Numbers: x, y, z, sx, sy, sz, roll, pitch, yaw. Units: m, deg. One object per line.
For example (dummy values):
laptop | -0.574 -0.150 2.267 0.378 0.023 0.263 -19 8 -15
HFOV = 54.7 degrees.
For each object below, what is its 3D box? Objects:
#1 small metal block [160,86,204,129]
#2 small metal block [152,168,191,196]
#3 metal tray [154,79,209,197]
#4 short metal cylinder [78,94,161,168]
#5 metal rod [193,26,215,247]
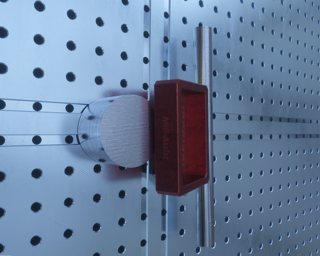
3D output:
small metal block | 0.032 -0.029 0.438 0.050 0.025 0.050 -19 103 -39
small metal block | 0.025 0.059 0.431 0.050 0.025 0.050 47 62 -30
metal tray | 0.029 0.010 0.381 0.090 0.030 0.129 -3 92 -60
short metal cylinder | -0.045 0.003 0.355 0.081 0.050 0.079 0 90 -40
metal rod | 0.061 0.012 0.430 0.025 0.025 0.298 -2 91 -40
